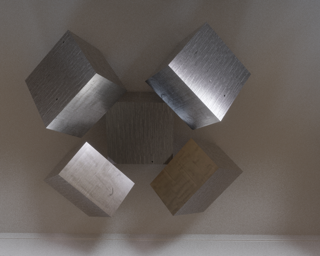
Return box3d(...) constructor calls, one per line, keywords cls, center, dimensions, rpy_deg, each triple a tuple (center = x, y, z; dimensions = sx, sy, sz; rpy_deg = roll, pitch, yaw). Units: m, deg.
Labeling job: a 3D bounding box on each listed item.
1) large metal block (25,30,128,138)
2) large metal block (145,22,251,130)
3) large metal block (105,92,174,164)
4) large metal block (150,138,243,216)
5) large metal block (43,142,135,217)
box3d(cls="large metal block", center=(-0.097, -0.049, 0.353), dimensions=(0.080, 0.080, 0.050), rpy_deg=(-44, 148, 14))
box3d(cls="large metal block", center=(0.045, -0.057, 0.353), dimensions=(0.080, 0.050, 0.080), rpy_deg=(45, 61, -14))
box3d(cls="large metal block", center=(-0.024, -0.001, 0.395), dimensions=(0.081, 0.050, 0.079), rpy_deg=(1, 110, -1))
box3d(cls="large metal block", center=(0.048, 0.064, 0.397), dimensions=(0.080, 0.050, 0.080), rpy_deg=(-50, 148, 15))
box3d(cls="large metal block", center=(-0.093, 0.070, 0.399), dimensions=(0.080, 0.050, 0.080), rpy_deg=(44, 148, -15))
